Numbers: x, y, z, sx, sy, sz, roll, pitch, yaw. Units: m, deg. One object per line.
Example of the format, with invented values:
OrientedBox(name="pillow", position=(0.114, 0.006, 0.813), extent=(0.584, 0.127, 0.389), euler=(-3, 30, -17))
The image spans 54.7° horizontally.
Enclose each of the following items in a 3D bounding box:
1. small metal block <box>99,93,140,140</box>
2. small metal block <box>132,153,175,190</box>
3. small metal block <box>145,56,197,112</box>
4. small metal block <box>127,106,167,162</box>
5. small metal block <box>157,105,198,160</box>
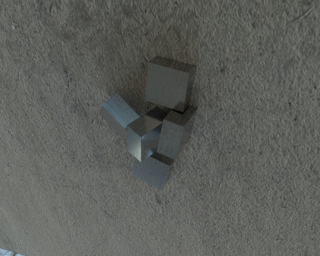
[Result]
OrientedBox(name="small metal block", position=(-0.052, -0.014, 0.411), extent=(0.050, 0.025, 0.050), euler=(47, 161, -4))
OrientedBox(name="small metal block", position=(-0.009, 0.054, 0.445), extent=(0.050, 0.025, 0.050), euler=(25, 127, 12))
OrientedBox(name="small metal block", position=(0.012, -0.053, 0.368), extent=(0.050, 0.025, 0.050), euler=(19, 126, 17))
OrientedBox(name="small metal block", position=(-0.014, 0.008, 0.393), extent=(0.025, 0.050, 0.050), euler=(39, 147, 27))
OrientedBox(name="small metal block", position=(0.022, 0.002, 0.381), extent=(0.025, 0.050, 0.050), euler=(22, 127, 14))
